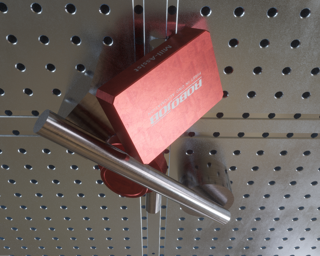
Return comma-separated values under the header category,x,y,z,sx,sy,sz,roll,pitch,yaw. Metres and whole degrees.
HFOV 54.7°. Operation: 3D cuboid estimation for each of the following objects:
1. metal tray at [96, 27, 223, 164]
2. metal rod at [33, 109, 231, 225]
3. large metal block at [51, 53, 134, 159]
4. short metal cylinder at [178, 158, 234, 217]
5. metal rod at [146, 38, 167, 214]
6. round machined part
category,x,y,z,sx,sy,sz,roll,pitch,yaw
metal tray,0.008,-0.035,0.327,0.131,0.030,0.090,-40,131,-22
metal rod,-0.008,0.062,0.372,0.025,0.025,0.301,-36,130,26
large metal block,-0.076,-0.025,0.354,0.050,0.080,0.080,34,122,-26
short metal cylinder,0.069,0.092,0.476,0.081,0.050,0.079,0,130,0
metal rod,-0.006,0.022,0.430,0.025,0.025,0.298,2,130,-2
round machined part,-0.043,0.059,0.430,0.098,0.042,0.097,11,131,13
